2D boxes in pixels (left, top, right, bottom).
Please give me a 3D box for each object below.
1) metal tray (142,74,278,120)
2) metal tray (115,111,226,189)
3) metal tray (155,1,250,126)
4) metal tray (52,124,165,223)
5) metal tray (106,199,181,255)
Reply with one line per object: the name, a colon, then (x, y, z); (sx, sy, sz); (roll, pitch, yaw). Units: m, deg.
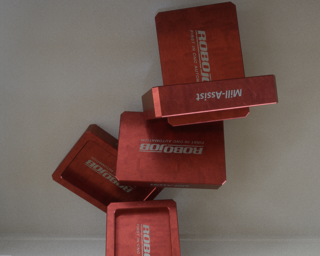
metal tray: (0.050, -0.033, 0.349); (0.131, 0.090, 0.030); (-7, 91, -11)
metal tray: (0.014, 0.028, 0.391); (0.131, 0.030, 0.090); (3, 68, -2)
metal tray: (0.047, -0.071, 0.358); (0.091, 0.030, 0.129); (-7, 89, 4)
metal tray: (-0.069, 0.067, 0.432); (0.130, 0.030, 0.090); (37, 106, -13)
metal tray: (-0.020, 0.158, 0.386); (0.091, 0.130, 0.030); (-2, 150, -3)
